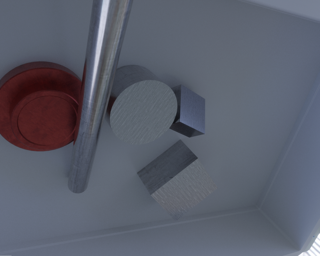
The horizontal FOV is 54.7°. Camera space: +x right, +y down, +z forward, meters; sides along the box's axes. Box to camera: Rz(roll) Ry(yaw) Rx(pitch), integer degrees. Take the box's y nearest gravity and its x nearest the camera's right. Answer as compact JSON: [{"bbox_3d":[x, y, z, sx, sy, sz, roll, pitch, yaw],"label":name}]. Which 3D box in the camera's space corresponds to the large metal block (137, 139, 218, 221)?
[{"bbox_3d":[0.027,0.078,0.457,0.080,0.050,0.080,-38,130,-3],"label":"large metal block"}]

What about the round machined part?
[{"bbox_3d":[-0.119,-0.016,0.323,0.099,0.042,0.097,-14,125,-21],"label":"round machined part"}]

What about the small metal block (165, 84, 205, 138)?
[{"bbox_3d":[0.033,-0.020,0.395,0.050,0.025,0.050,24,61,-42],"label":"small metal block"}]

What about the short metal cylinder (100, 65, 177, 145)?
[{"bbox_3d":[-0.027,-0.027,0.362,0.081,0.050,0.079,-14,124,-21],"label":"short metal cylinder"}]

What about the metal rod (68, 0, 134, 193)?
[{"bbox_3d":[-0.063,-0.015,0.287,0.025,0.025,0.298,-7,147,-25],"label":"metal rod"}]
